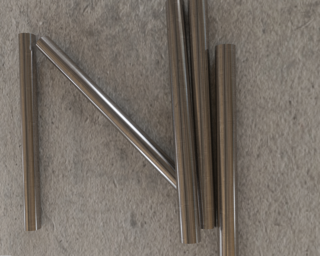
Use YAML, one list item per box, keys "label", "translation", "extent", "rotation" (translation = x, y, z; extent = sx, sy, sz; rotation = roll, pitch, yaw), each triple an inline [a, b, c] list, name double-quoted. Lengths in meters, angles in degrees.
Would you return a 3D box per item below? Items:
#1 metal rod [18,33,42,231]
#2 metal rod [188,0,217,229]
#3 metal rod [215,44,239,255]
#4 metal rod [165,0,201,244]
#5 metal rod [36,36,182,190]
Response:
- label: "metal rod"
  translation: [-0.201, 0.006, 0.477]
  extent: [0.025, 0.025, 0.298]
  rotation: [-2, 89, 19]
- label: "metal rod"
  translation: [0.053, -0.026, 0.389]
  extent: [0.025, 0.025, 0.298]
  rotation: [-2, 89, 19]
- label: "metal rod"
  translation: [0.082, 0.049, 0.379]
  extent: [0.025, 0.025, 0.298]
  rotation: [-1, 90, 19]
- label: "metal rod"
  translation: [0.028, -0.015, 0.383]
  extent: [0.025, 0.025, 0.298]
  rotation: [-6, 82, 19]
- label: "metal rod"
  translation: [-0.072, -0.028, 0.433]
  extent: [0.300, 0.025, 0.025]
  rotation: [44, 104, 14]
